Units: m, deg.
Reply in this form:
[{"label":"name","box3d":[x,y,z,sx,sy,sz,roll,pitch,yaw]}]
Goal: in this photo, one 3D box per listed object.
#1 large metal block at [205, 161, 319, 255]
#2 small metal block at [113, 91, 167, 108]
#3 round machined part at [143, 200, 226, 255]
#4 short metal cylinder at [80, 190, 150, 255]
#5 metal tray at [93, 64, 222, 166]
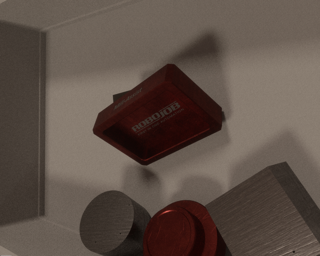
[{"label":"large metal block","box3d":[0.105,0.090,0.303,0.080,0.050,0.080,-42,65,31]},{"label":"small metal block","box3d":[-0.026,-0.034,0.410,0.050,0.050,0.025,-9,84,39]},{"label":"round machined part","box3d":[0.020,0.127,0.349,0.098,0.042,0.098,-22,46,25]},{"label":"short metal cylinder","box3d":[-0.058,0.130,0.413,0.080,0.050,0.080,-14,53,20]},{"label":"metal tray","box3d":[-0.005,-0.008,0.366,0.130,0.090,0.030,-30,36,36]}]
